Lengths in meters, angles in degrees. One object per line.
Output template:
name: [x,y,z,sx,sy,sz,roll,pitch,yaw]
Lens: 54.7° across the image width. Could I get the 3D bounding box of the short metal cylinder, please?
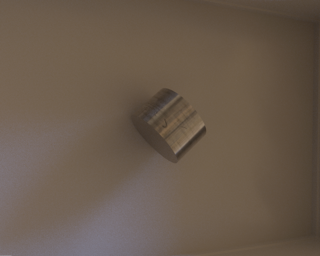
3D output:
short metal cylinder: [0.010,-0.003,0.383,0.050,0.080,0.080,-43,104,-15]
